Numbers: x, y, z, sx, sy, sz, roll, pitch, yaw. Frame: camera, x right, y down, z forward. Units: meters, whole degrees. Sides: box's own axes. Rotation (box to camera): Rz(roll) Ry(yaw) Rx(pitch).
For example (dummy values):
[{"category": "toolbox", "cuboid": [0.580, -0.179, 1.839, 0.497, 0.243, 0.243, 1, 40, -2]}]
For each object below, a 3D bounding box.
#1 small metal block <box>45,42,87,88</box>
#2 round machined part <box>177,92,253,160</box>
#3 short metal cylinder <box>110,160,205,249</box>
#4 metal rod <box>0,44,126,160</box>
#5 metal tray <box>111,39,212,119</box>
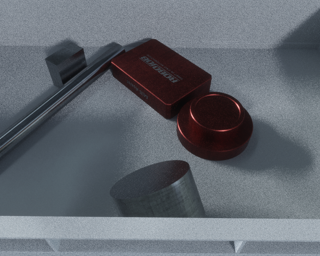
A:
[{"category": "small metal block", "cuboid": [-0.137, -0.091, 0.464, 0.025, 0.050, 0.050, 30, 56, 22]}, {"category": "round machined part", "cuboid": [0.072, -0.010, 0.403, 0.099, 0.042, 0.098, 0, 50, 0]}, {"category": "short metal cylinder", "cuboid": [-0.002, 0.071, 0.303, 0.080, 0.050, 0.080, -18, 11, 4]}, {"category": "metal rod", "cuboid": [-0.149, -0.032, 0.430, 0.025, 0.025, 0.301, 27, 55, 20]}, {"category": "metal tray", "cuboid": [0.001, -0.079, 0.468, 0.091, 0.030, 0.130, -35, 59, -26]}]
